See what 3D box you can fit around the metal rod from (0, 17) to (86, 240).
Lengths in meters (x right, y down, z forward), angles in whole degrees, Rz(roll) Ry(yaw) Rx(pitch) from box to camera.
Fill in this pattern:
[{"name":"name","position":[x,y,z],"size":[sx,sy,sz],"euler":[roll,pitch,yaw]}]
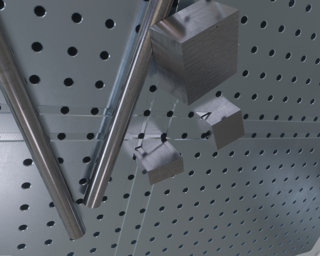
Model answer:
[{"name":"metal rod","position":[-0.135,0.026,0.353],"size":[0.025,0.025,0.298],"euler":[-20,126,-17]}]

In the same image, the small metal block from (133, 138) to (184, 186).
[{"name":"small metal block","position":[-0.002,0.045,0.422],"size":[0.050,0.050,0.025],"euler":[-20,126,-17]}]

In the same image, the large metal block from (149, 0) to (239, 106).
[{"name":"large metal block","position":[0.041,-0.085,0.347],"size":[0.080,0.050,0.080],"euler":[-35,140,-21]}]

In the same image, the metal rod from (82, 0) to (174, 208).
[{"name":"metal rod","position":[-0.041,-0.028,0.371],"size":[0.025,0.025,0.298],"euler":[8,114,-32]}]

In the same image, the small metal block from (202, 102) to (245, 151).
[{"name":"small metal block","position":[0.096,-0.002,0.463],"size":[0.050,0.025,0.050],"euler":[-28,128,-11]}]
